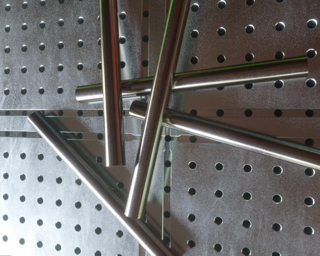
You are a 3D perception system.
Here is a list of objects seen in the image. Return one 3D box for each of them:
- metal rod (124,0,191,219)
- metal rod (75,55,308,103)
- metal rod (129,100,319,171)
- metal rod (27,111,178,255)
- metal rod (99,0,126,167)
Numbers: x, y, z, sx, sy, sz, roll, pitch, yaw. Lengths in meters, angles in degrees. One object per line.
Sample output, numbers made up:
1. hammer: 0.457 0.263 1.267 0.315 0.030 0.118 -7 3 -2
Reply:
1. metal rod: -0.001 -0.034 0.384 0.025 0.025 0.298 14 94 19
2. metal rod: 0.026 -0.060 0.402 0.301 0.025 0.025 -4 89 19
3. metal rod: 0.101 0.013 0.376 0.301 0.025 0.025 16 95 18
4. metal rod: -0.087 0.082 0.442 0.300 0.025 0.025 43 103 14
5. metal rod: -0.066 -0.099 0.413 0.025 0.025 0.298 -8 79 19
